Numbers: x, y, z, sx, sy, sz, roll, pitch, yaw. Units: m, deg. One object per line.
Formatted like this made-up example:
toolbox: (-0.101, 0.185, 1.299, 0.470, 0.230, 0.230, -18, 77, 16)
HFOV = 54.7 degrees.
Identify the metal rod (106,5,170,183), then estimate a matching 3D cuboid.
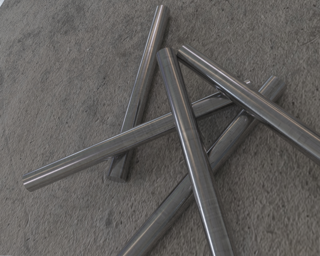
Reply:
metal rod: (-0.026, -0.066, 0.457, 0.025, 0.025, 0.300, -1, 61, 27)

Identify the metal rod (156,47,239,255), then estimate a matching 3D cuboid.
metal rod: (0.040, 0.039, 0.326, 0.025, 0.025, 0.299, -21, 64, 15)

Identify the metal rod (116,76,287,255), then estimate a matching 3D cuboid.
metal rod: (0.039, 0.059, 0.347, 0.300, 0.025, 0.025, -48, 51, -6)

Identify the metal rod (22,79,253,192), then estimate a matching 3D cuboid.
metal rod: (-0.028, 0.011, 0.384, 0.301, 0.025, 0.025, -23, 53, 3)

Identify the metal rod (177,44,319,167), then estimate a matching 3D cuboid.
metal rod: (0.123, -0.006, 0.316, 0.025, 0.025, 0.300, -45, 59, -3)
